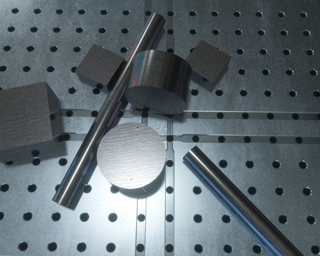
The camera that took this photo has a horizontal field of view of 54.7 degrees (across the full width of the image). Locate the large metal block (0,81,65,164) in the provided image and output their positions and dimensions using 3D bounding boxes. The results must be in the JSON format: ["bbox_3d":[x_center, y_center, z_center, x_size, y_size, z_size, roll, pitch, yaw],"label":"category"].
[{"bbox_3d":[-0.175,-0.006,0.399,0.081,0.050,0.080,-12,71,-5],"label":"large metal block"}]

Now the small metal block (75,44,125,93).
[{"bbox_3d":[-0.083,-0.085,0.442,0.050,0.025,0.050,26,72,9],"label":"small metal block"}]

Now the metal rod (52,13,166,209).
[{"bbox_3d":[-0.061,-0.036,0.424,0.025,0.025,0.300,22,71,7],"label":"metal rod"}]

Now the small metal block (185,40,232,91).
[{"bbox_3d":[0.066,-0.090,0.445,0.050,0.025,0.050,34,73,11],"label":"small metal block"}]

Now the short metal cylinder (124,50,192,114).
[{"bbox_3d":[-0.002,-0.057,0.403,0.080,0.080,0.050,11,71,4],"label":"short metal cylinder"}]

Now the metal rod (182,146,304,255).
[{"bbox_3d":[0.138,0.136,0.362,0.025,0.025,0.300,-40,75,-13],"label":"metal rod"}]

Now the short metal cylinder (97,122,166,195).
[{"bbox_3d":[-0.033,0.039,0.384,0.080,0.050,0.080,0,70,0],"label":"short metal cylinder"}]
